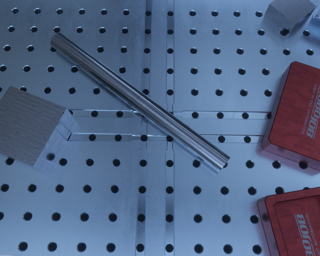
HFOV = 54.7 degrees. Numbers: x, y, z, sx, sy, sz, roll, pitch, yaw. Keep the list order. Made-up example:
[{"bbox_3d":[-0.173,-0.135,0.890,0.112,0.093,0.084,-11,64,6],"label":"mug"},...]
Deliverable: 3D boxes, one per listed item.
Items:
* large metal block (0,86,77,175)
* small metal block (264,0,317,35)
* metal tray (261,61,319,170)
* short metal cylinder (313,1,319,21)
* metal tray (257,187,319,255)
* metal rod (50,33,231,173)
[{"bbox_3d":[-0.167,0.004,0.396,0.080,0.050,0.080,21,71,7],"label":"large metal block"},{"bbox_3d":[0.201,-0.181,0.479,0.050,0.025,0.050,-40,75,-13],"label":"small metal block"},{"bbox_3d":[0.201,-0.018,0.417,0.090,0.030,0.130,21,71,7],"label":"metal tray"},{"bbox_3d":[0.270,-0.190,0.454,0.050,0.080,0.080,26,72,9],"label":"short metal cylinder"},{"bbox_3d":[0.177,0.138,0.359,0.091,0.030,0.130,-9,70,-4],"label":"metal tray"},{"bbox_3d":[-0.035,-0.041,0.426,0.300,0.025,0.025,37,74,12],"label":"metal rod"}]
